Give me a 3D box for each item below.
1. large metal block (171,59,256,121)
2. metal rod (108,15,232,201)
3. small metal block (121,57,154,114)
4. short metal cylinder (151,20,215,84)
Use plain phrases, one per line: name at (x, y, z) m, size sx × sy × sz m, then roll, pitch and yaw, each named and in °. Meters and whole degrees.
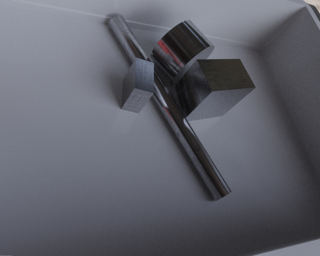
large metal block at (0.073, -0.054, 0.444) m, size 0.081 × 0.080 × 0.050 m, roll -9°, pitch 67°, yaw -32°
metal rod at (0.007, -0.037, 0.433) m, size 0.025 × 0.025 × 0.299 m, roll -20°, pitch 73°, yaw -36°
small metal block at (-0.030, -0.055, 0.409) m, size 0.025 × 0.050 × 0.050 m, roll 13°, pitch 56°, yaw -22°
short metal cylinder at (0.033, -0.111, 0.458) m, size 0.081 × 0.080 × 0.050 m, roll -35°, pitch 82°, yaw -39°
